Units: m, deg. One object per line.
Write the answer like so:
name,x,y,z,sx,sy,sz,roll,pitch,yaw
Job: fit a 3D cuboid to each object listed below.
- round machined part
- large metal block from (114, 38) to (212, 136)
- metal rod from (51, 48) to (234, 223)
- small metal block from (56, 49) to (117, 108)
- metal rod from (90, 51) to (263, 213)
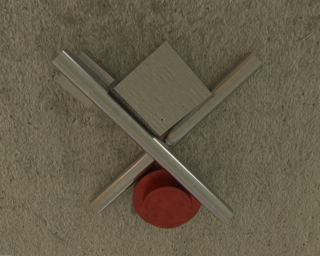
round machined part,0.011,0.102,0.439,0.099,0.042,0.097,0,110,-1
large metal block,0.003,-0.051,0.380,0.080,0.050,0.080,-40,106,13
metal rod,-0.011,0.020,0.391,0.025,0.025,0.300,-42,105,13
small metal block,-0.091,-0.062,0.388,0.050,0.025,0.050,41,105,-14
metal rod,0.013,0.014,0.418,0.025,0.025,0.299,43,104,-15
